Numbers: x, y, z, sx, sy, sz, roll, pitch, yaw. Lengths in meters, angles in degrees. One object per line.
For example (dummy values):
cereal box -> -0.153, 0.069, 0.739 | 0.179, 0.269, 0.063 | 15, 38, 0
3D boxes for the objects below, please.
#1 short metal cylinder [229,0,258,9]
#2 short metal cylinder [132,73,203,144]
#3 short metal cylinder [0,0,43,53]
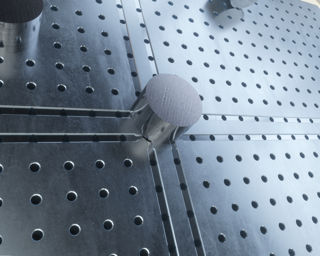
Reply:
short metal cylinder -> 0.177, -0.300, 0.651 | 0.081, 0.080, 0.050 | -6, 65, -31
short metal cylinder -> 0.009, -0.025, 0.412 | 0.081, 0.050, 0.080 | 14, 56, -21
short metal cylinder -> -0.188, -0.139, 0.376 | 0.081, 0.050, 0.080 | 14, 56, -21
